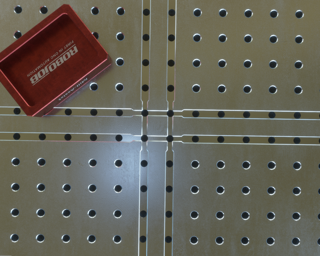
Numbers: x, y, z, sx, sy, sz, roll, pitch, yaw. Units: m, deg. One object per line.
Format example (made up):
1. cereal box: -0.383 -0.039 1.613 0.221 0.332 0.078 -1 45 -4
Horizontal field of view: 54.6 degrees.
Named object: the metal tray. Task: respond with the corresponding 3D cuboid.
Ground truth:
1. metal tray: -0.143 -0.087 0.409 0.130 0.030 0.090 -38 90 0
